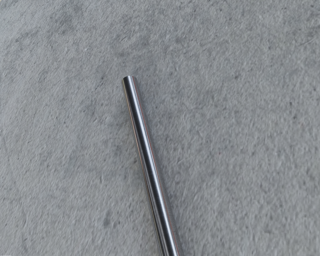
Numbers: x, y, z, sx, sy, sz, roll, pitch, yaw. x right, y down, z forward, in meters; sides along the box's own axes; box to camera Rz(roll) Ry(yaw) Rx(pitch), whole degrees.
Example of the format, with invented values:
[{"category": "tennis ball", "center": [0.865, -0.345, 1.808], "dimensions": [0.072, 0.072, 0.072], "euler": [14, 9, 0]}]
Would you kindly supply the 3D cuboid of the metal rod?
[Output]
[{"category": "metal rod", "center": [-0.013, 0.046, 0.380], "dimensions": [0.025, 0.025, 0.299], "euler": [-25, 53, 12]}]
